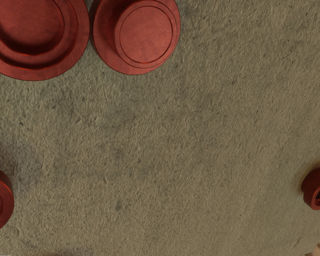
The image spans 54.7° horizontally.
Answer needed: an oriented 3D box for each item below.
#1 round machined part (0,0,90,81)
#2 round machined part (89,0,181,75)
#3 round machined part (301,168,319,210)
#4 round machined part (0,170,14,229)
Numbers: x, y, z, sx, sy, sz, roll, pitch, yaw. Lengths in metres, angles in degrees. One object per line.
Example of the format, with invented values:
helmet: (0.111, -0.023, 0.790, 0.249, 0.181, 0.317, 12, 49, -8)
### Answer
round machined part: (-0.116, -0.095, 0.274, 0.099, 0.042, 0.097, -14, 124, -21)
round machined part: (-0.022, -0.101, 0.322, 0.099, 0.042, 0.097, -14, 124, -21)
round machined part: (0.342, 0.124, 0.659, 0.099, 0.042, 0.097, -14, 124, -21)
round machined part: (-0.209, 0.073, 0.327, 0.099, 0.042, 0.097, -14, 124, -21)
